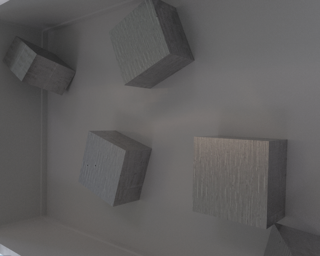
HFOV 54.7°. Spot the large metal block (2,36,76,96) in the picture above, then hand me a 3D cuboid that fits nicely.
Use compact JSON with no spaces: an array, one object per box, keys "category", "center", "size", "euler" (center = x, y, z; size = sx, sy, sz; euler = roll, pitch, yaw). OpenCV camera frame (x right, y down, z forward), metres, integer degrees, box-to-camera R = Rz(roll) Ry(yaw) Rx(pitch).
[{"category":"large metal block","center":[-0.209,-0.107,0.538],"size":[0.080,0.080,0.050],"euler":[38,100,33]}]

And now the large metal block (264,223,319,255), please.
[{"category":"large metal block","center":[0.117,0.137,0.259],"size":[0.050,0.080,0.080],"euler":[15,93,10]}]

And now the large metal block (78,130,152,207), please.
[{"category":"large metal block","center":[-0.066,0.054,0.445],"size":[0.080,0.050,0.079],"euler":[23,105,37]}]

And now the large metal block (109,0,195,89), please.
[{"category":"large metal block","center":[-0.013,-0.106,0.401],"size":[0.080,0.050,0.080],"euler":[-27,73,36]}]

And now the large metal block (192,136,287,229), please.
[{"category":"large metal block","center":[0.082,0.050,0.323],"size":[0.080,0.050,0.079],"euler":[2,92,40]}]
